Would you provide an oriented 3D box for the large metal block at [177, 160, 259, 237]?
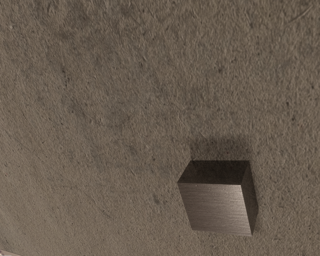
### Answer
[{"bbox_3d":[0.078,0.089,0.404,0.080,0.050,0.080,-4,117,29],"label":"large metal block"}]
